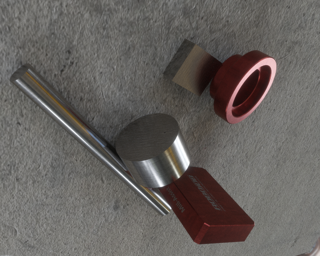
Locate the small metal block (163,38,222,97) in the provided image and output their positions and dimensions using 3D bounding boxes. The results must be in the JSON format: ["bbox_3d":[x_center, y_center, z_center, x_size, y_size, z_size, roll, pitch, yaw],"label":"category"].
[{"bbox_3d":[0.041,-0.074,0.385,0.050,0.025,0.050,24,105,-37],"label":"small metal block"}]

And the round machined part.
[{"bbox_3d":[0.103,-0.057,0.406,0.099,0.042,0.097,-32,144,-27],"label":"round machined part"}]

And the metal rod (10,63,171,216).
[{"bbox_3d":[-0.064,0.037,0.395,0.025,0.025,0.300,-40,130,-2],"label":"metal rod"}]

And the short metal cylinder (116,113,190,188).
[{"bbox_3d":[-0.008,0.027,0.385,0.080,0.080,0.050,-31,129,-8],"label":"short metal cylinder"}]

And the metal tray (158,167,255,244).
[{"bbox_3d":[0.057,0.102,0.435,0.091,0.130,0.030,11,113,-33],"label":"metal tray"}]
